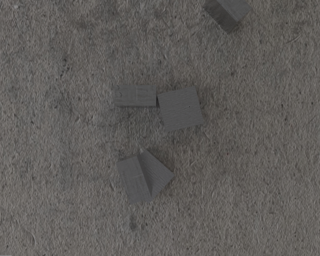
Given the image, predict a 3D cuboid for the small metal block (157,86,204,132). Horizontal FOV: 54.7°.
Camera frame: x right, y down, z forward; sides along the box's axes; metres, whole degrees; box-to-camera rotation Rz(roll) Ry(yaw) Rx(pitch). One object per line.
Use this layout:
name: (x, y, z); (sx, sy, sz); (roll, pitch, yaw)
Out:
small metal block: (0.026, -0.024, 0.410); (0.050, 0.025, 0.050); (-13, 90, 0)

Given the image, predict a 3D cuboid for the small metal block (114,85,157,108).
small metal block: (-0.030, -0.039, 0.397); (0.050, 0.050, 0.025); (0, 90, 0)

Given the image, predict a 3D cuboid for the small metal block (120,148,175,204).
small metal block: (-0.016, 0.062, 0.410); (0.050, 0.025, 0.050); (42, 90, 0)

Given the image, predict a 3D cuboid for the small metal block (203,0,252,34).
small metal block: (0.085, -0.154, 0.398); (0.025, 0.050, 0.050); (-43, 90, 0)

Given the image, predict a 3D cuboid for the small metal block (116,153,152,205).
small metal block: (-0.030, 0.059, 0.372); (0.025, 0.050, 0.050); (-19, 90, 0)
